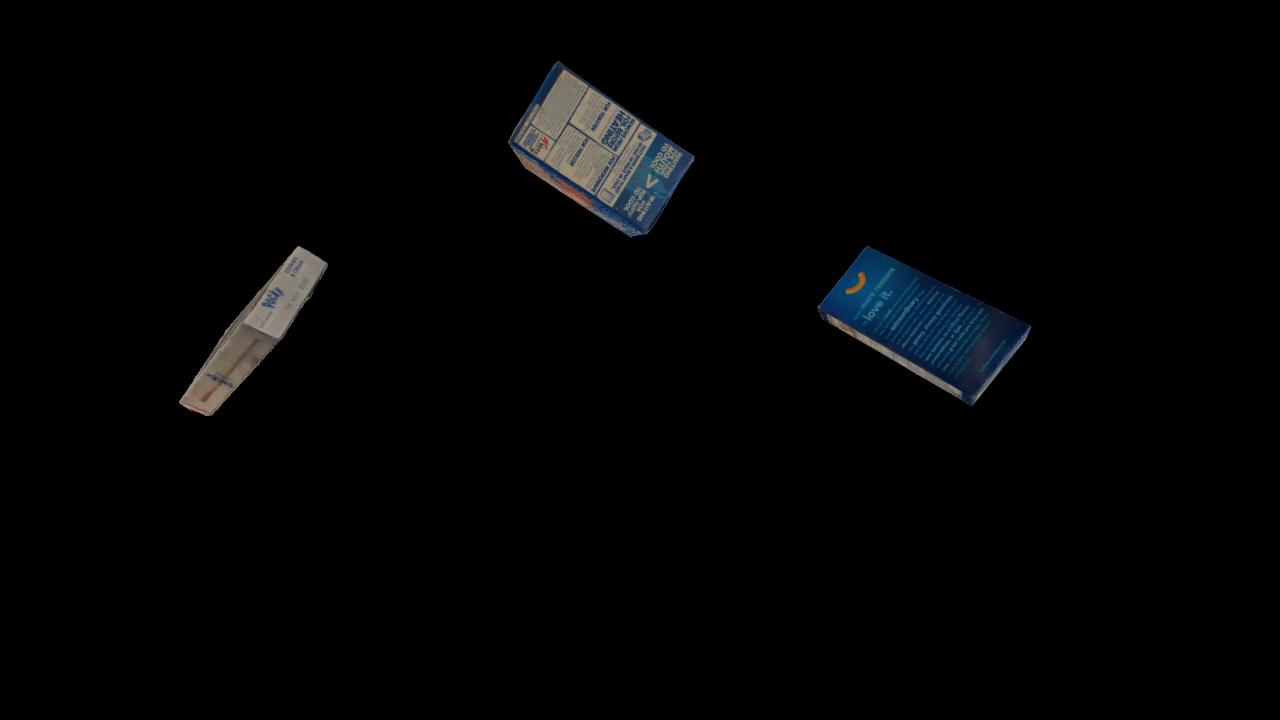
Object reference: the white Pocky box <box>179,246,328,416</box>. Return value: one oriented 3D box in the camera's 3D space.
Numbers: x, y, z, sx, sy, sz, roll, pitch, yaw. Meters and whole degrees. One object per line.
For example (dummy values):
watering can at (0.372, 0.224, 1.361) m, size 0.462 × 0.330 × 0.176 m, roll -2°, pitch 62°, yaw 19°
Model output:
white Pocky box at (-0.303, -0.020, 0.481) m, size 0.154 × 0.084 × 0.028 m, roll -28°, pitch -50°, yaw 35°

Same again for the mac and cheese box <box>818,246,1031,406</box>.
mac and cheese box at (0.295, -0.040, 0.654) m, size 0.184 × 0.093 × 0.041 m, roll 38°, pitch 0°, yaw 31°

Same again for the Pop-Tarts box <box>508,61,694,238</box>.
Pop-Tarts box at (-0.039, -0.191, 0.596) m, size 0.141 × 0.083 × 0.167 m, roll 31°, pitch 6°, yaw -10°
